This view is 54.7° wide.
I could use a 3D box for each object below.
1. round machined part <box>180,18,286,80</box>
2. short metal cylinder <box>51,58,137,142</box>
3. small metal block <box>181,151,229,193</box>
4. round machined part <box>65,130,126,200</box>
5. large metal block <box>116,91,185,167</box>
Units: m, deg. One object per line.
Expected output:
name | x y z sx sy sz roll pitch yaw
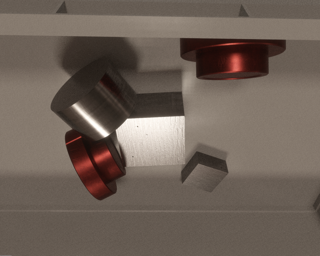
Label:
round machined part | 0.069 -0.070 0.300 0.099 0.098 0.042 -2 93 1
short metal cylinder | -0.073 -0.031 0.345 0.080 0.080 0.050 -27 125 20
small metal block | 0.067 0.067 0.467 0.050 0.025 0.050 19 128 -16
round machined part | -0.077 0.039 0.397 0.042 0.098 0.098 -27 128 -2
large metal block | -0.010 0.002 0.395 0.080 0.050 0.079 -3 130 2
